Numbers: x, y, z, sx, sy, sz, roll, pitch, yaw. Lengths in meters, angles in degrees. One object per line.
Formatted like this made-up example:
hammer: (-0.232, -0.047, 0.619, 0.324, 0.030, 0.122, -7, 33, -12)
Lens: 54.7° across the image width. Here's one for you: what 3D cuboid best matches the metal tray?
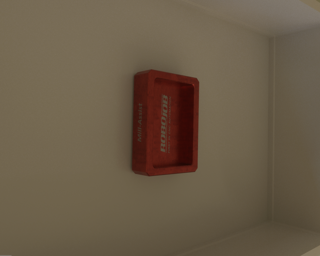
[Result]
metal tray: (0.010, -0.005, 0.409, 0.091, 0.030, 0.129, 2, 88, -41)
